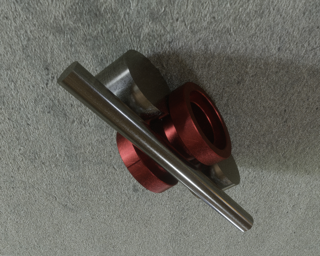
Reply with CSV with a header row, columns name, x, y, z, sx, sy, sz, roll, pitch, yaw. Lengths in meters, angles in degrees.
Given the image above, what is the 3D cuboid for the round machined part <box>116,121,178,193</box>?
name,x,y,z,sx,sy,sz,roll,pitch,yaw
round machined part,-0.005,0.027,0.382,0.042,0.098,0.098,-34,123,20

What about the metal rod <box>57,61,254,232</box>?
name,x,y,z,sx,sy,sz,roll,pitch,yaw
metal rod,0.017,0.039,0.338,0.025,0.025,0.300,-33,124,24

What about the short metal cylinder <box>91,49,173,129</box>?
name,x,y,z,sx,sy,sz,roll,pitch,yaw
short metal cylinder,-0.028,-0.038,0.339,0.050,0.080,0.080,-32,124,24

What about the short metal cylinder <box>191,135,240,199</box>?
name,x,y,z,sx,sy,sz,roll,pitch,yaw
short metal cylinder,0.064,0.049,0.415,0.050,0.080,0.080,-32,124,24

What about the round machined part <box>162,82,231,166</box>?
name,x,y,z,sx,sy,sz,roll,pitch,yaw
round machined part,0.040,-0.001,0.361,0.042,0.098,0.098,-29,125,28
